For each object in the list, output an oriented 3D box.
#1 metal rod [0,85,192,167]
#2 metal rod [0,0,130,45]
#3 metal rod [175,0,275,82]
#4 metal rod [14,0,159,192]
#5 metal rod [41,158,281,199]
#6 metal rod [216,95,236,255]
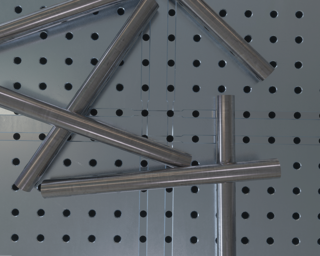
[{"bbox_3d":[-0.102,-0.005,0.389,0.301,0.025,0.025,20,90,-10],"label":"metal rod"},{"bbox_3d":[-0.152,-0.143,0.406,0.301,0.025,0.025,-18,90,2],"label":"metal rod"},{"bbox_3d":[0.035,-0.174,0.413,0.300,0.025,0.025,44,90,0],"label":"metal rod"},{"bbox_3d":[-0.097,-0.045,0.412,0.025,0.025,0.299,35,90,0],"label":"metal rod"},{"bbox_3d":[-0.004,0.065,0.397,0.301,0.025,0.025,-6,90,6],"label":"metal rod"},{"bbox_3d":[0.088,0.106,0.413,0.025,0.025,0.298,-1,90,0],"label":"metal rod"}]
